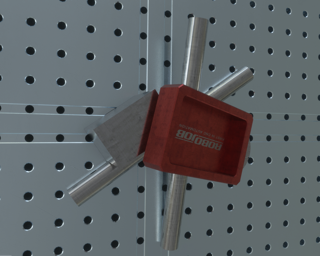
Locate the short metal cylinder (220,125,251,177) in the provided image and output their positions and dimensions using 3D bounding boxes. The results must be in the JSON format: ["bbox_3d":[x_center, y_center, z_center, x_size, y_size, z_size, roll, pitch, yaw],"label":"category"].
[{"bbox_3d":[0.076,0.026,0.428,0.081,0.050,0.079,0,90,-21],"label":"short metal cylinder"}]

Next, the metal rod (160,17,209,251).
[{"bbox_3d":[0.030,0.013,0.401,0.025,0.025,0.298,4,98,-20],"label":"metal rod"}]

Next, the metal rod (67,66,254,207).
[{"bbox_3d":[0.012,0.002,0.419,0.301,0.025,0.025,-35,102,-17],"label":"metal rod"}]

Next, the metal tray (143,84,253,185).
[{"bbox_3d":[0.049,0.012,0.354,0.131,0.030,0.090,17,84,-38],"label":"metal tray"}]

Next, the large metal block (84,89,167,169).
[{"bbox_3d":[-0.038,0.000,0.370,0.080,0.080,0.050,-36,102,-17],"label":"large metal block"}]
